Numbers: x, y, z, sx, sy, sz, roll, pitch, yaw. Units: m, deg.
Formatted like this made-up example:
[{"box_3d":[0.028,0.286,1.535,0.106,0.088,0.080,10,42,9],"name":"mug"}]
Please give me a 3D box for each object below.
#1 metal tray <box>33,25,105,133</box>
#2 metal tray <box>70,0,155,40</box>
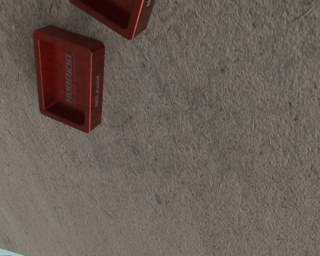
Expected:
[{"box_3d":[-0.125,-0.065,0.429,0.090,0.030,0.129,21,127,15],"name":"metal tray"},{"box_3d":[-0.043,-0.164,0.306,0.090,0.030,0.129,34,142,5],"name":"metal tray"}]
